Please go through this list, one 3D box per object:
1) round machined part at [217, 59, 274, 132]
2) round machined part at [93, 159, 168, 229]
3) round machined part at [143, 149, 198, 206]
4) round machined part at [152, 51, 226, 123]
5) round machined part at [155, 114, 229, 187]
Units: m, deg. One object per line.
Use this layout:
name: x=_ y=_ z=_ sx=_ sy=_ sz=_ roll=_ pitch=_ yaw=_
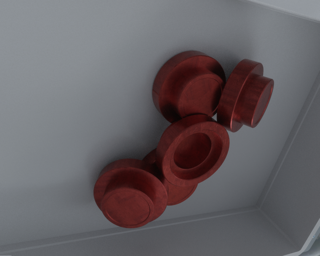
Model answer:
round machined part: x=0.117 y=-0.039 z=0.410 sx=0.099 sy=0.042 sz=0.097 roll=-43 pitch=146 yaw=-38
round machined part: x=-0.039 y=0.092 z=0.405 sx=0.099 sy=0.042 sz=0.097 roll=2 pitch=118 yaw=4
round machined part: x=0.017 y=0.074 z=0.453 sx=0.099 sy=0.042 sz=0.097 roll=-14 pitch=125 yaw=-21
round machined part: x=0.043 y=-0.044 z=0.393 sx=0.099 sy=0.042 sz=0.097 roll=-14 pitch=125 yaw=-21
round machined part: x=0.038 y=0.025 z=0.406 sx=0.099 sy=0.042 sz=0.097 roll=-14 pitch=125 yaw=-21
